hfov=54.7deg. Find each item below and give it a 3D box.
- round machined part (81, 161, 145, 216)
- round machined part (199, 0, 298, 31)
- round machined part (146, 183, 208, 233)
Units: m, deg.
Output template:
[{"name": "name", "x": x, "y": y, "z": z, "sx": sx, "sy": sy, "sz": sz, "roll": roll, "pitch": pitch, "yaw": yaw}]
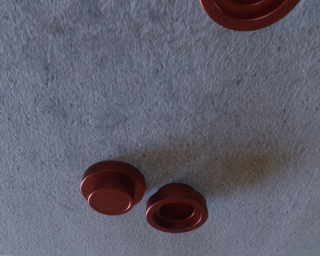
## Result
[{"name": "round machined part", "x": -0.073, "y": 0.099, "z": 0.479, "sx": 0.099, "sy": 0.042, "sz": 0.097, "roll": -1, "pitch": 130, "yaw": 0}, {"name": "round machined part", "x": 0.080, "y": -0.141, "z": 0.277, "sx": 0.099, "sy": 0.042, "sz": 0.097, "roll": -1, "pitch": 130, "yaw": 0}, {"name": "round machined part", "x": 0.027, "y": 0.126, "z": 0.504, "sx": 0.099, "sy": 0.042, "sz": 0.097, "roll": -1, "pitch": 130, "yaw": 0}]
